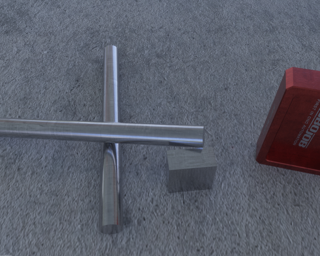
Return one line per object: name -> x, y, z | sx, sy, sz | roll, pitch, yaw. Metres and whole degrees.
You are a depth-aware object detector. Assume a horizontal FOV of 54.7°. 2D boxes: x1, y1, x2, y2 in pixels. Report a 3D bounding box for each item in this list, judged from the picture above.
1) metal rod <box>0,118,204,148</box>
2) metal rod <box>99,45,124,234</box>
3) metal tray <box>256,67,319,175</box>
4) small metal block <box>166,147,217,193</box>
metal rod -> -0.099, 0.003, 0.372 | 0.301, 0.025, 0.025 | 2, 50, 12
metal rod -> -0.065, -0.011, 0.411 | 0.025, 0.025, 0.300 | -4, 50, -4
metal tray -> 0.165, -0.001, 0.337 | 0.090, 0.129, 0.030 | 11, 51, 9
small metal block -> 0.033, 0.048, 0.347 | 0.050, 0.050, 0.025 | -4, 50, -4
